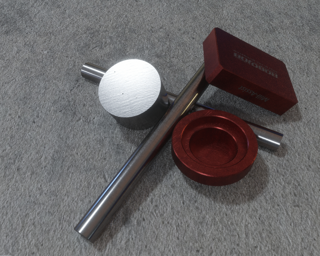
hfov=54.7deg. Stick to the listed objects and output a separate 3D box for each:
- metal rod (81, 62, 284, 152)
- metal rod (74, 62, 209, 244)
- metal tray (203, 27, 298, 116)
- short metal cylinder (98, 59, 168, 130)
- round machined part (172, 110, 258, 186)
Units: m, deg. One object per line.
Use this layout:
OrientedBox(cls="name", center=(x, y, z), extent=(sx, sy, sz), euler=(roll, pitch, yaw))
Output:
OrientedBox(cls="metal rod", center=(0.018, -0.035, 0.436), extent=(0.301, 0.025, 0.025), euler=(22, 54, 17))
OrientedBox(cls="metal rod", center=(0.005, 0.003, 0.380), extent=(0.025, 0.025, 0.301), euler=(27, 61, 20))
OrientedBox(cls="metal tray", center=(0.124, -0.079, 0.432), extent=(0.131, 0.030, 0.090), euler=(20, 47, -20))
OrientedBox(cls="short metal cylinder", center=(-0.033, -0.042, 0.407), extent=(0.080, 0.050, 0.080), euler=(-4, 70, 11))
OrientedBox(cls="round machined part", center=(0.063, 0.027, 0.371), extent=(0.099, 0.042, 0.098), euler=(0, 50, 0))
